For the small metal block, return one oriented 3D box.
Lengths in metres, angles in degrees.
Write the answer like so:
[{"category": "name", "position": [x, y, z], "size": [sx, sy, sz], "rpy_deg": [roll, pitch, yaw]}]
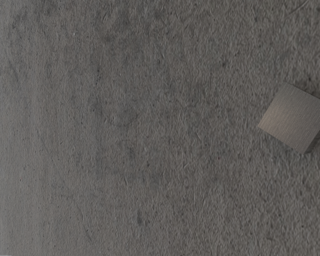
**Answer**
[{"category": "small metal block", "position": [0.132, -0.010, 0.296], "size": [0.050, 0.025, 0.050], "rpy_deg": [39, 113, 33]}]
